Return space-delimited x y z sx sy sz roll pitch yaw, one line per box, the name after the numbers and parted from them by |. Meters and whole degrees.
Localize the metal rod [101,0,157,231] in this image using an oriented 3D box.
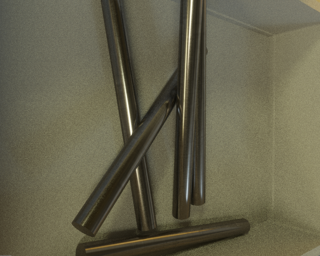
-0.038 -0.021 0.376 0.025 0.025 0.298 -14 99 -39 | metal rod

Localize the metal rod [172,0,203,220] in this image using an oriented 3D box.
0.033 -0.019 0.387 0.025 0.025 0.298 -15 115 -39 | metal rod

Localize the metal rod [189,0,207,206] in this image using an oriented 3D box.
0.048 -0.033 0.409 0.025 0.025 0.298 -18 114 -39 | metal rod

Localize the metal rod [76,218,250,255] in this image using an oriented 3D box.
0.029 0.153 0.433 0.302 0.025 0.025 7 86 -40 | metal rod

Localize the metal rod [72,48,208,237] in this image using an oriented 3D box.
-0.006 -0.011 0.373 0.025 0.025 0.301 53 50 -27 | metal rod
